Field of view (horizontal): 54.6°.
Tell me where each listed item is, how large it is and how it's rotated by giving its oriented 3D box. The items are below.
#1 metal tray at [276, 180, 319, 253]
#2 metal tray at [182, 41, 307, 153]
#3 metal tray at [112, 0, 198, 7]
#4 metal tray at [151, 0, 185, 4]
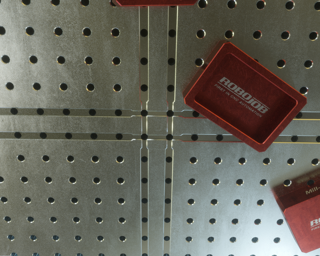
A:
[{"bbox_3d":[0.252,0.121,0.457,0.130,0.030,0.090,-26,108,9],"label":"metal tray"},{"bbox_3d":[0.106,-0.039,0.397,0.130,0.030,0.090,32,107,-11],"label":"metal tray"},{"bbox_3d":[-0.007,-0.196,0.321,0.091,0.030,0.129,-7,111,-15],"label":"metal tray"},{"bbox_3d":[0.023,-0.203,0.321,0.090,0.030,0.129,-4,112,22],"label":"metal tray"}]
